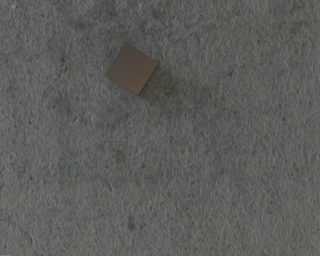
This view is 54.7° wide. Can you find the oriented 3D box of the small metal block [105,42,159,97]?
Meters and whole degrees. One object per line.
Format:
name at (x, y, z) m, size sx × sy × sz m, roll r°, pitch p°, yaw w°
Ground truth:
small metal block at (-0.036, -0.076, 0.409) m, size 0.050 × 0.025 × 0.050 m, roll 32°, pitch 90°, yaw -1°
